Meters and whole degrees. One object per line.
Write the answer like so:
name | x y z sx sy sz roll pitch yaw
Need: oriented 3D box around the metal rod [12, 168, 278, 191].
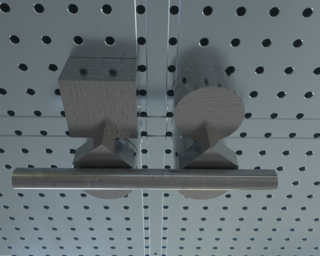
metal rod | -0.016 0.060 0.363 0.302 0.025 0.025 1 130 -1

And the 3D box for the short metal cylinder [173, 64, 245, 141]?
short metal cylinder | 0.056 -0.029 0.371 0.081 0.050 0.079 0 130 0

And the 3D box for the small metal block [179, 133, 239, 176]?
small metal block | 0.060 0.041 0.381 0.050 0.025 0.050 33 123 -25

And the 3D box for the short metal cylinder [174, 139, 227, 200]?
short metal cylinder | 0.061 0.059 0.446 0.081 0.050 0.079 0 130 0

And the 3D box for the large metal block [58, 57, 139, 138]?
large metal block | -0.066 -0.034 0.364 0.081 0.050 0.079 1 130 -1

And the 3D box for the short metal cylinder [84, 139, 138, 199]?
short metal cylinder | -0.073 0.057 0.442 0.081 0.050 0.079 0 130 0

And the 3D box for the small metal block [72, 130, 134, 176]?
small metal block | -0.068 0.037 0.377 0.050 0.025 0.050 -33 123 24
